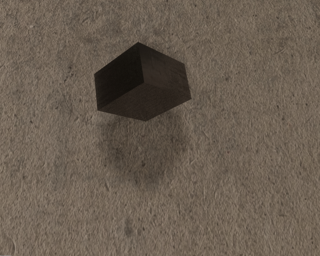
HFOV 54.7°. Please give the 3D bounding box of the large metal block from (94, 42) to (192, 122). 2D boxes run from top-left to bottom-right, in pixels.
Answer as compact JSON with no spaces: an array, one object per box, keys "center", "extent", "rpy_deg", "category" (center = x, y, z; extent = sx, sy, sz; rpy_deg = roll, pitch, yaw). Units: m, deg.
[{"center":[-0.022,-0.051,0.380],"extent":[0.080,0.081,0.050],"rpy_deg":[-25,65,37],"category":"large metal block"}]
